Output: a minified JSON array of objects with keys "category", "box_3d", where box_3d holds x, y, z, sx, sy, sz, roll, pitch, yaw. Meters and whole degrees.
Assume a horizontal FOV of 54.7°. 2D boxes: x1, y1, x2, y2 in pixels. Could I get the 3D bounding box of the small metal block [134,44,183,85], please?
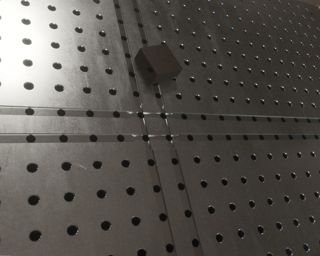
[{"category":"small metal block","box_3d":[-0.002,-0.097,0.468,0.050,0.025,0.050,-21,73,-36]}]
